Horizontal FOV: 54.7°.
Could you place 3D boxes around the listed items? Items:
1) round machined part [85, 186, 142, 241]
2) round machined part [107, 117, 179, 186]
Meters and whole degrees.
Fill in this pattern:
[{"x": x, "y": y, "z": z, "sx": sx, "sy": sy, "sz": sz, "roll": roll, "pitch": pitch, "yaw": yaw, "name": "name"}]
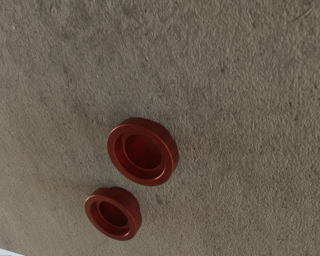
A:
[{"x": -0.073, "y": 0.138, "z": 0.520, "sx": 0.098, "sy": 0.042, "sz": 0.097, "roll": 13, "pitch": 124, "yaw": 21, "name": "round machined part"}, {"x": -0.019, "y": 0.028, "z": 0.423, "sx": 0.098, "sy": 0.042, "sz": 0.097, "roll": 13, "pitch": 124, "yaw": 21, "name": "round machined part"}]
